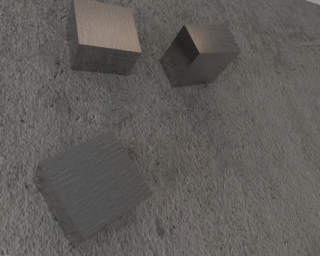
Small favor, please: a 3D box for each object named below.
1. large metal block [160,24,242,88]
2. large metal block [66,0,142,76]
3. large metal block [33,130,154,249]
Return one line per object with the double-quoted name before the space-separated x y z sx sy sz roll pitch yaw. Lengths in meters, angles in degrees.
"large metal block" 0.059 -0.107 0.465 0.081 0.080 0.050 -11 68 -33
"large metal block" -0.078 -0.122 0.420 0.081 0.050 0.080 1 61 -28
"large metal block" -0.068 0.060 0.314 0.081 0.050 0.080 -27 76 -37
